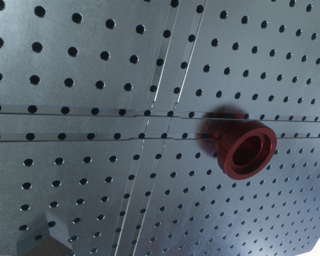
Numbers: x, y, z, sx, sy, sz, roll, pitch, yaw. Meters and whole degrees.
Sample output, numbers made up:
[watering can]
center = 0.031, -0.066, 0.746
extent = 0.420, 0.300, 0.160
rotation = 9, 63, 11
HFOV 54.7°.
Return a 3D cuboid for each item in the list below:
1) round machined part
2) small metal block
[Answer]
[round machined part]
center = 0.132, 0.031, 0.491
extent = 0.099, 0.042, 0.097
rotation = -14, 124, -21
[small metal block]
center = -0.158, 0.165, 0.427
extent = 0.050, 0.025, 0.050
rotation = -36, 129, -4
